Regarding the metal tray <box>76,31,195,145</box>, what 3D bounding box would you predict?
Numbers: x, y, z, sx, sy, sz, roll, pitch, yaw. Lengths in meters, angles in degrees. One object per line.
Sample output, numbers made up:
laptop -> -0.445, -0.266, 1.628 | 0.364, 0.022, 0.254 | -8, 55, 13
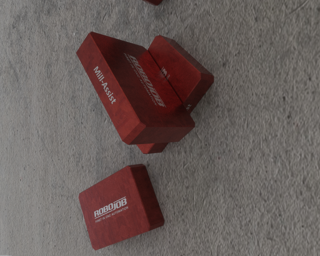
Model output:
metal tray -> -0.026, -0.044, 0.344 | 0.030, 0.091, 0.130 | -45, 63, 31

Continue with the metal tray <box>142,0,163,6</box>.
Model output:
metal tray -> -0.009, -0.242, 0.409 | 0.090, 0.030, 0.130 | -35, 69, 34

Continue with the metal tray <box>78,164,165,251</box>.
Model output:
metal tray -> -0.061, 0.117, 0.453 | 0.130, 0.030, 0.090 | -32, 70, 35

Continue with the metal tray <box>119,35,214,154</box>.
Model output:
metal tray -> -0.002, -0.041, 0.403 | 0.090, 0.030, 0.129 | 50, 119, 28
